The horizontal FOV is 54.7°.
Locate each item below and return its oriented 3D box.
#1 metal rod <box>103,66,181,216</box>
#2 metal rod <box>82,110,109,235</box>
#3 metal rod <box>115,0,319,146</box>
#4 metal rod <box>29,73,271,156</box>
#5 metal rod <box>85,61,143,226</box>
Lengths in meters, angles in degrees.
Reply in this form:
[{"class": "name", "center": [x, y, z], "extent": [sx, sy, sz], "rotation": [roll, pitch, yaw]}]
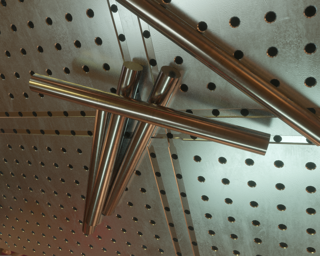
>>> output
[{"class": "metal rod", "center": [-0.040, 0.039, 0.454], "extent": [0.025, 0.025, 0.298], "rotation": [32, 128, 7]}, {"class": "metal rod", "center": [-0.107, 0.081, 0.515], "extent": [0.025, 0.025, 0.298], "rotation": [25, 127, 12]}, {"class": "metal rod", "center": [0.053, -0.080, 0.332], "extent": [0.301, 0.025, 0.025], "rotation": [37, 129, 3]}, {"class": "metal rod", "center": [-0.023, -0.021, 0.374], "extent": [0.301, 0.025, 0.025], "rotation": [16, 125, 14]}, {"class": "metal rod", "center": [-0.075, 0.042, 0.460], "extent": [0.025, 0.025, 0.298], "rotation": [27, 123, 11]}]
